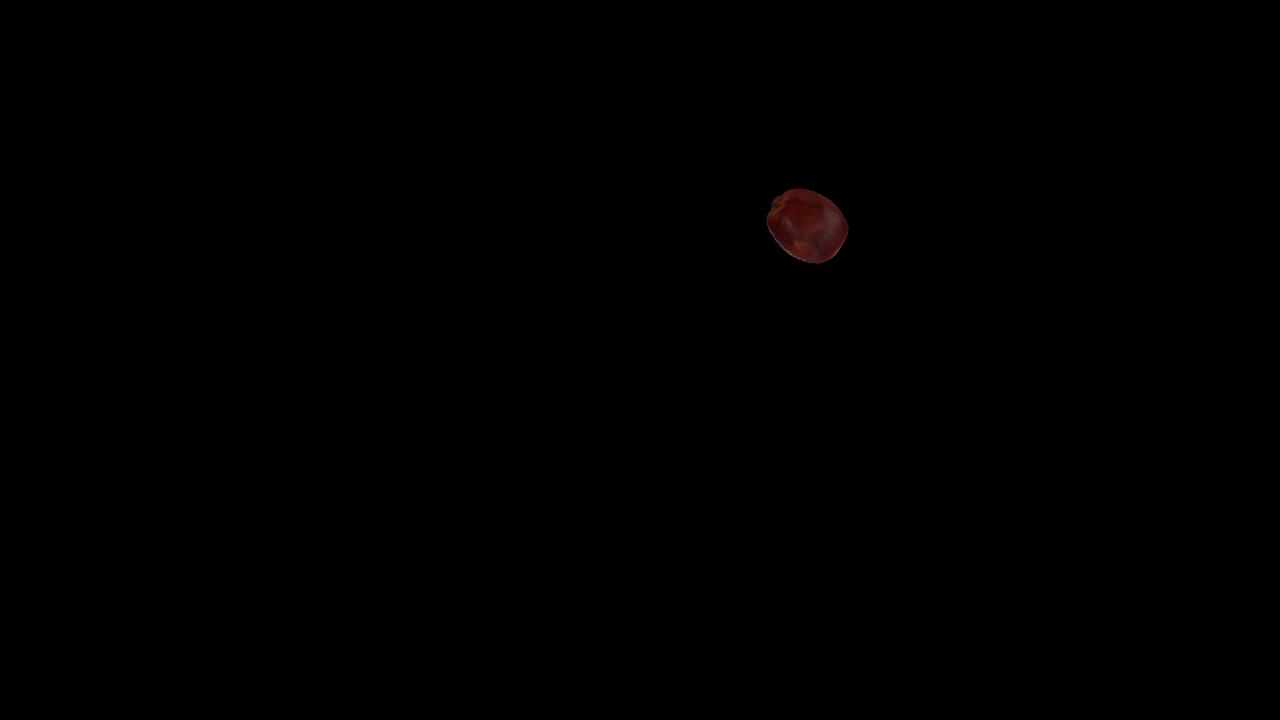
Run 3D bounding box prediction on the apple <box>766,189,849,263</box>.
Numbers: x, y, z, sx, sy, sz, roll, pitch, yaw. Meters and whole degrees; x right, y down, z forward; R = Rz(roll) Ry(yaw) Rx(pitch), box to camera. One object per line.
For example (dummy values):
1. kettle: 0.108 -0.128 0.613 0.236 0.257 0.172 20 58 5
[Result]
1. apple: 0.192 -0.152 0.703 0.093 0.079 0.079 32 -13 -20
